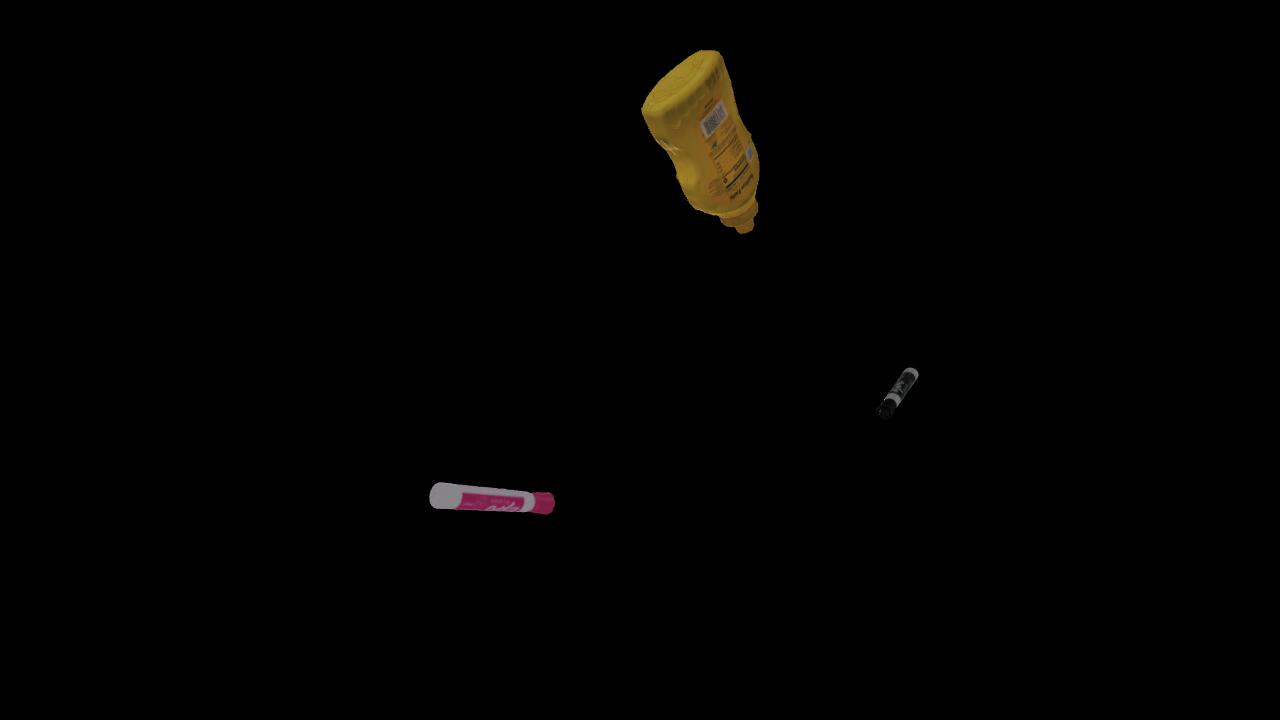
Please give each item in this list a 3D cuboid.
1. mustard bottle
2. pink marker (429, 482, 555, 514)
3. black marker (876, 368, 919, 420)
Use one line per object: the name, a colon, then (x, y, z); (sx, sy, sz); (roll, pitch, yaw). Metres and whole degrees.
mustard bottle: (0.075, -0.195, 0.604); (0.054, 0.092, 0.184); (21, -22, 43)
pink marker: (-0.112, 0.111, 0.490); (0.020, 0.020, 0.121); (0, -14, 36)
black marker: (0.316, 0.041, 0.754); (0.020, 0.020, 0.121); (0, 22, 39)
